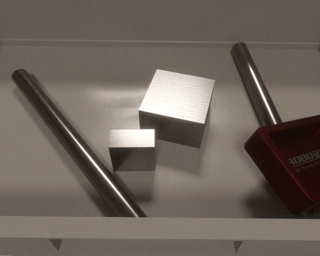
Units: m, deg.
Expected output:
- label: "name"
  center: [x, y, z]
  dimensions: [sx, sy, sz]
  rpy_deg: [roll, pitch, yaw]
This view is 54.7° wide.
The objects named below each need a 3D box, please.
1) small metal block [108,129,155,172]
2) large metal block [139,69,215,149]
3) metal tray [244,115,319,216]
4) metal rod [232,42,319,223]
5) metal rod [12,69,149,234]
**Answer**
- label: "small metal block"
  center: [-0.031, 0.027, 0.366]
  dimensions: [0.050, 0.050, 0.025]
  rpy_deg: [-1, 50, -1]
- label: "large metal block"
  center: [0.024, -0.027, 0.412]
  dimensions: [0.080, 0.050, 0.080]
  rpy_deg: [12, 51, 10]
- label: "metal tray"
  center: [0.169, 0.034, 0.345]
  dimensions: [0.131, 0.030, 0.090]
  rpy_deg: [-10, 55, -31]
- label: "metal rod"
  center: [0.148, -0.019, 0.422]
  dimensions: [0.025, 0.025, 0.300]
  rpy_deg: [-4, 50, -4]
- label: "metal rod"
  center: [-0.116, 0.011, 0.393]
  dimensions: [0.025, 0.025, 0.300]
  rpy_deg: [-32, 57, -24]
